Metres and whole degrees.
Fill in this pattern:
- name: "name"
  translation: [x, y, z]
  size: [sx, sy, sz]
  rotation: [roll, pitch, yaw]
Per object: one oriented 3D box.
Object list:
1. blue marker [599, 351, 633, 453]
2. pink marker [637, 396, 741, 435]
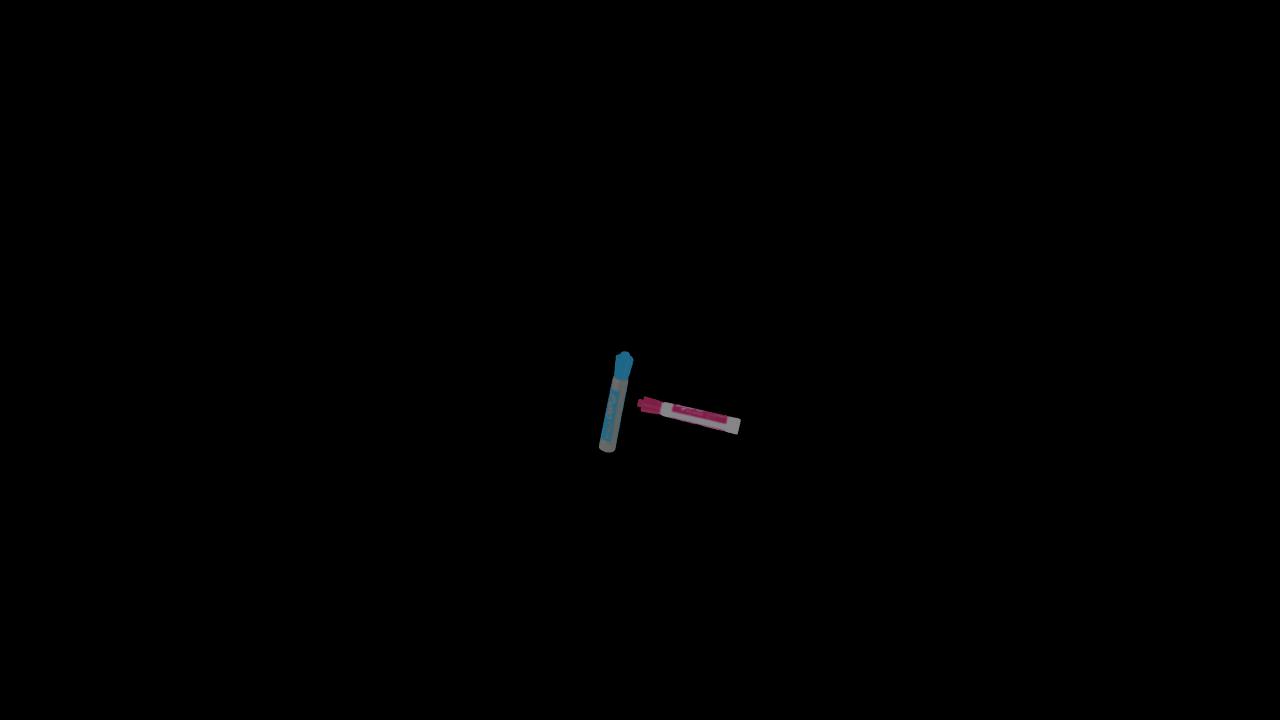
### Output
- name: "blue marker"
  translation: [-0.026, 0.046, 0.659]
  size: [0.020, 0.121, 0.020]
  rotation: [10, 27, -5]
- name: "pink marker"
  translation: [0.056, 0.064, 0.716]
  size: [0.121, 0.020, 0.020]
  rotation: [13, 2, 9]
